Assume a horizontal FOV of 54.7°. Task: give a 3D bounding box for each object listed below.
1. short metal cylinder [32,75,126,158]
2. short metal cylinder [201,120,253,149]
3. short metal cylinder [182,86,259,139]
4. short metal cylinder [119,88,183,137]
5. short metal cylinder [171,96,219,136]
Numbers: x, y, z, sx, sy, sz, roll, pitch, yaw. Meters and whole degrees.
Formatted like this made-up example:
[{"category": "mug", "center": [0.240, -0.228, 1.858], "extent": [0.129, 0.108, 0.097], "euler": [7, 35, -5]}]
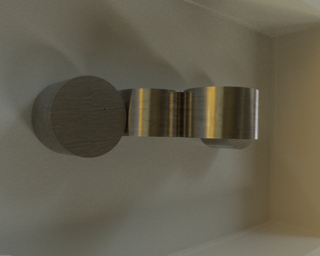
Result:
[{"category": "short metal cylinder", "center": [-0.082, -0.011, 0.319], "extent": [0.081, 0.050, 0.080], "euler": [0, 90, -40]}, {"category": "short metal cylinder", "center": [0.103, -0.009, 0.475], "extent": [0.081, 0.050, 0.080], "euler": [0, 90, -40]}, {"category": "short metal cylinder", "center": [0.065, -0.014, 0.333], "extent": [0.081, 0.080, 0.050], "euler": [2, 89, -40]}, {"category": "short metal cylinder", "center": [-0.010, -0.015, 0.360], "extent": [0.081, 0.080, 0.050], "euler": [2, 89, -40]}, {"category": "short metal cylinder", "center": [0.052, -0.013, 0.411], "extent": [0.081, 0.080, 0.050], "euler": [2, 89, -40]}]
